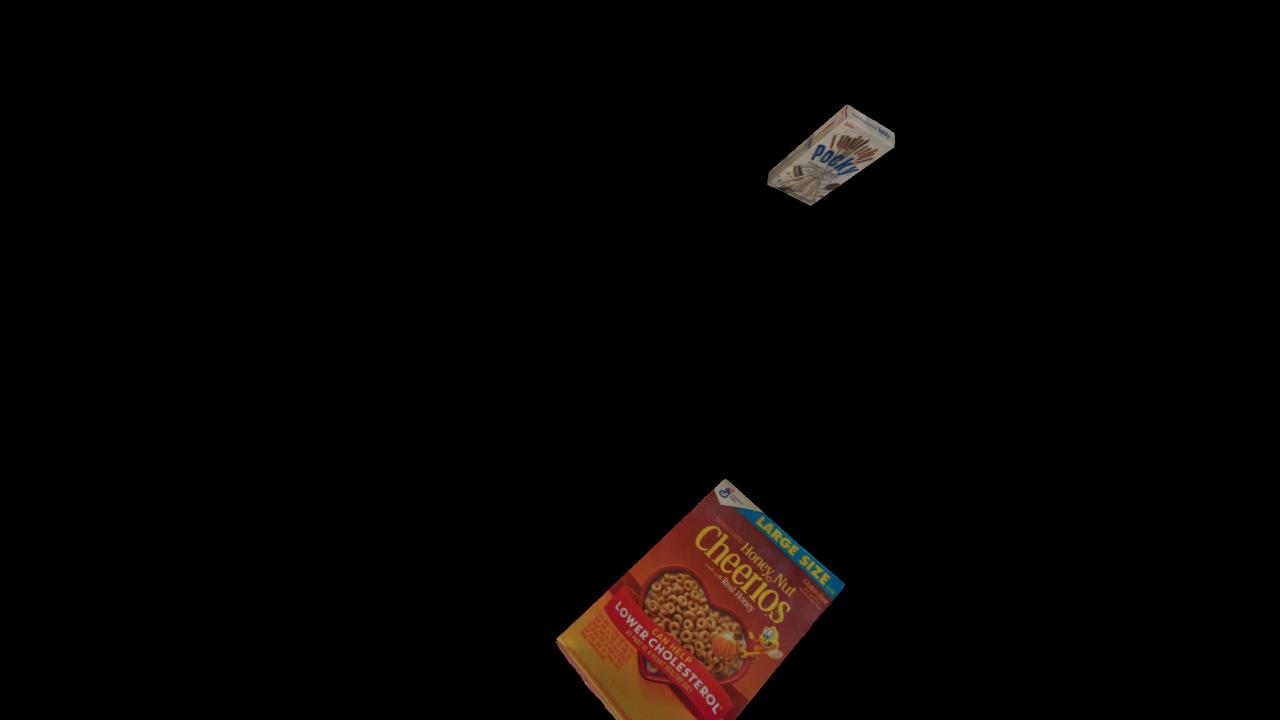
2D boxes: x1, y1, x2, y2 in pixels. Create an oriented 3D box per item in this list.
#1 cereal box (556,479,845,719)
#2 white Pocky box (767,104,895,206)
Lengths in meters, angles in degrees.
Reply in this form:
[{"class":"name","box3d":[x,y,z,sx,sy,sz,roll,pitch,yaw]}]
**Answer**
[{"class":"cereal box","box3d":[0.077,0.319,0.763,0.306,0.203,0.081,-37,-26,-25]},{"class":"white Pocky box","box3d":[0.250,-0.267,0.819,0.084,0.028,0.154,19,-24,-22]}]
